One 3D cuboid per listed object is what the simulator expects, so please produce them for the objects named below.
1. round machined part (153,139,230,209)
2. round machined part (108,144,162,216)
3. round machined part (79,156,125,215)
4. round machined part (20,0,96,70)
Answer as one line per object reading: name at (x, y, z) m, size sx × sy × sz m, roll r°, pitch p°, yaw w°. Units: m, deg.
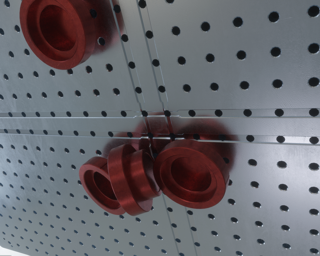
round machined part at (0.044, 0.056, 0.412) m, size 0.098 × 0.042 × 0.097 m, roll 13°, pitch 124°, yaw 20°
round machined part at (-0.029, 0.067, 0.427) m, size 0.042 × 0.098 × 0.098 m, roll -21°, pitch 109°, yaw 11°
round machined part at (-0.076, 0.085, 0.486) m, size 0.098 × 0.042 × 0.097 m, roll 22°, pitch 132°, yaw 27°
round machined part at (-0.121, -0.126, 0.387) m, size 0.098 × 0.042 × 0.097 m, roll 13°, pitch 124°, yaw 21°
